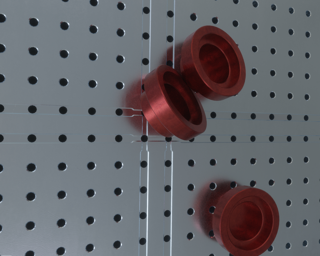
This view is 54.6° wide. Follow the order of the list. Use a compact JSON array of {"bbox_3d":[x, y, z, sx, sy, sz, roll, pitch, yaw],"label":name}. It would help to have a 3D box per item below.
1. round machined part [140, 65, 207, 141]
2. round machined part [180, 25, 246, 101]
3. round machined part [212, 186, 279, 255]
[{"bbox_3d":[0.013,-0.027,0.390,0.042,0.098,0.098,-32,105,27],"label":"round machined part"},{"bbox_3d":[0.066,-0.083,0.416,0.099,0.042,0.098,11,70,-33],"label":"round machined part"},{"bbox_3d":[0.118,0.131,0.447,0.099,0.042,0.097,0,90,-20],"label":"round machined part"}]
